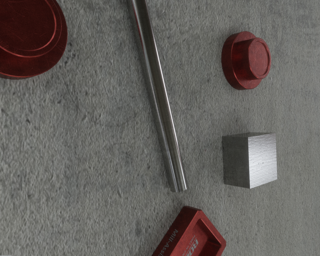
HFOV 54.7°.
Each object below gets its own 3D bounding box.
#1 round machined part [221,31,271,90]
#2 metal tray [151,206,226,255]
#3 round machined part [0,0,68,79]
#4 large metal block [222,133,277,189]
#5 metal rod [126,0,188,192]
[{"bbox_3d":[0.152,-0.115,0.524,0.099,0.042,0.097,0,90,-40],"label":"round machined part"},{"bbox_3d":[0.034,0.188,0.432,0.130,0.030,0.090,-51,120,-28],"label":"metal tray"},{"bbox_3d":[-0.131,-0.096,0.284,0.099,0.042,0.097,0,90,-40],"label":"round machined part"},{"bbox_3d":[0.151,0.051,0.518,0.081,0.050,0.079,-5,94,-40],"label":"large metal block"},{"bbox_3d":[-0.006,-0.059,0.401,0.025,0.025,0.298,-22,104,-38],"label":"metal rod"}]
